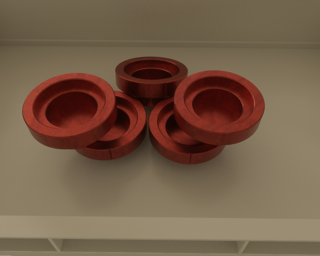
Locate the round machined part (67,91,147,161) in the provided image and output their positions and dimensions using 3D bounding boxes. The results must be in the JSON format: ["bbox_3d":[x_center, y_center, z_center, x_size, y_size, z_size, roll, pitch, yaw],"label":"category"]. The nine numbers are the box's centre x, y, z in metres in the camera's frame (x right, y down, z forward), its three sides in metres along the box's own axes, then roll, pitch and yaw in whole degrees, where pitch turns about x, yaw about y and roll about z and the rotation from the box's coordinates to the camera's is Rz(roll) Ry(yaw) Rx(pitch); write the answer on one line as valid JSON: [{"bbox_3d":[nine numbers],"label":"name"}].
[{"bbox_3d":[-0.065,0.001,0.391,0.099,0.042,0.098,0,50,0],"label":"round machined part"}]

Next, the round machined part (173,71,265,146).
[{"bbox_3d":[0.064,-0.019,0.354,0.099,0.042,0.098,0,50,0],"label":"round machined part"}]

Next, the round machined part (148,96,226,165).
[{"bbox_3d":[0.035,0.005,0.388,0.099,0.042,0.098,0,50,0],"label":"round machined part"}]

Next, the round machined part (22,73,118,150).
[{"bbox_3d":[-0.097,-0.015,0.350,0.099,0.042,0.098,0,50,0],"label":"round machined part"}]

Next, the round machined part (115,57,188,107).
[{"bbox_3d":[-0.012,-0.063,0.432,0.099,0.042,0.098,1,32,-1],"label":"round machined part"}]
